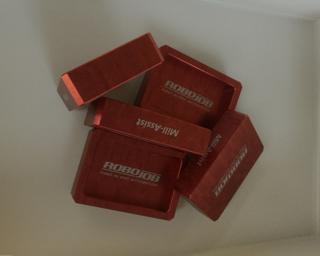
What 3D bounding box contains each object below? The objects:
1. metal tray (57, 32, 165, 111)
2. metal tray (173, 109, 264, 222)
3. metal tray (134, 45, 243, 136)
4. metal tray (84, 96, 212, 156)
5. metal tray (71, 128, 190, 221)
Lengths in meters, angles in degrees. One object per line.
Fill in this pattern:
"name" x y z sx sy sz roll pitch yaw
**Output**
"metal tray" -0.060 -0.054 0.330 0.091 0.130 0.030 -31 101 -17
"metal tray" 0.084 0.051 0.417 0.130 0.030 0.090 -53 135 -12
"metal tray" 0.040 -0.043 0.422 0.131 0.030 0.090 22 83 -19
"metal tray" -0.018 0.000 0.367 0.131 0.090 0.030 17 85 -20
"metal tray" -0.035 0.059 0.393 0.131 0.030 0.090 17 84 -20
